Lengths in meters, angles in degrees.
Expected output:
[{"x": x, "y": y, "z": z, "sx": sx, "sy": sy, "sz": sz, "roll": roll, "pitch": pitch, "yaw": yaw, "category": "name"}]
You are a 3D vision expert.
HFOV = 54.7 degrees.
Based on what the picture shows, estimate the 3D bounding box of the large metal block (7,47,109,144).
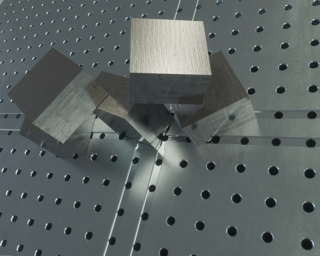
[{"x": -0.124, "y": -0.041, "z": 0.377, "sx": 0.080, "sy": 0.050, "sz": 0.080, "roll": -49, "pitch": 51, "yaw": -7, "category": "large metal block"}]

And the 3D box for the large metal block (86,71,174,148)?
[{"x": -0.041, "y": -0.024, "z": 0.407, "sx": 0.080, "sy": 0.080, "sz": 0.050, "roll": 20, "pitch": 73, "yaw": 35, "category": "large metal block"}]

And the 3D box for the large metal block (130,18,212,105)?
[{"x": 0.008, "y": -0.074, "z": 0.344, "sx": 0.081, "sy": 0.050, "sz": 0.080, "roll": 1, "pitch": 58, "yaw": -5, "category": "large metal block"}]

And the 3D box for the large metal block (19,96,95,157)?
[{"x": -0.144, "y": -0.011, "z": 0.452, "sx": 0.050, "sy": 0.080, "sz": 0.080, "roll": -6, "pitch": 59, "yaw": 25, "category": "large metal block"}]

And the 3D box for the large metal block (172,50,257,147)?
[{"x": 0.060, "y": -0.035, "z": 0.382, "sx": 0.080, "sy": 0.050, "sz": 0.080, "roll": -27, "pitch": 53, "yaw": 11, "category": "large metal block"}]
